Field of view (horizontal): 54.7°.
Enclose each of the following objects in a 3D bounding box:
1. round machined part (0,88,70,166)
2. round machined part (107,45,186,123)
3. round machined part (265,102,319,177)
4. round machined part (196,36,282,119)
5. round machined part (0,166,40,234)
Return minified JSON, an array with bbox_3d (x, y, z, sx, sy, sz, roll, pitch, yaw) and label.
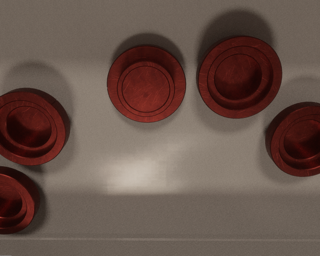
[{"bbox_3d":[-0.165,-0.005,0.398,0.099,0.042,0.097,0,110,-1],"label":"round machined part"},{"bbox_3d":[-0.017,-0.052,0.383,0.099,0.042,0.097,0,110,-1],"label":"round machined part"},{"bbox_3d":[0.188,0.012,0.409,0.099,0.042,0.097,0,110,-1],"label":"round machined part"},{"bbox_3d":[0.093,-0.064,0.380,0.099,0.042,0.097,0,110,-1],"label":"round machined part"},{"bbox_3d":[-0.218,0.096,0.435,0.099,0.042,0.097,0,110,-1],"label":"round machined part"}]
